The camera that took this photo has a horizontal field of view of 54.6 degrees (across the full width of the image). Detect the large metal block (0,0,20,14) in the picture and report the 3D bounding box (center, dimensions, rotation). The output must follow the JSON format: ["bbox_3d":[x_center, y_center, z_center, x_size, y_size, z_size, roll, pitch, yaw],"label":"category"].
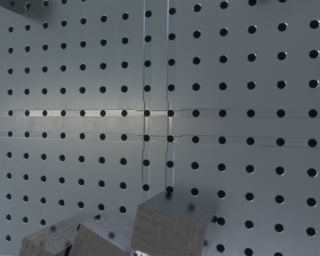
[{"bbox_3d":[-0.278,-0.222,0.483,0.080,0.080,0.050,16,96,19],"label":"large metal block"}]

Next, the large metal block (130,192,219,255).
[{"bbox_3d":[0.021,0.120,0.376,0.080,0.080,0.050,12,94,19],"label":"large metal block"}]

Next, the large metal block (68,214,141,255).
[{"bbox_3d":[-0.077,0.179,0.427,0.080,0.050,0.080,25,98,18],"label":"large metal block"}]

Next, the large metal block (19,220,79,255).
[{"bbox_3d":[-0.154,0.188,0.438,0.050,0.080,0.080,21,97,19],"label":"large metal block"}]
